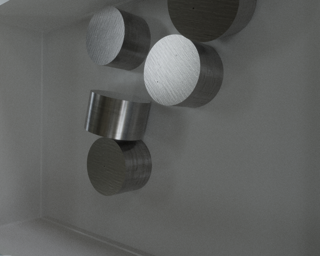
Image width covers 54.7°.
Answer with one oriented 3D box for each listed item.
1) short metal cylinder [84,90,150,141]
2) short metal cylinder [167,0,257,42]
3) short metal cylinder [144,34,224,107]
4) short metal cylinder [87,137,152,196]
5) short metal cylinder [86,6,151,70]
[{"bbox_3d":[-0.058,-0.019,0.419,0.080,0.081,0.050,20,103,38],"label":"short metal cylinder"},{"bbox_3d":[0.055,-0.135,0.330,0.080,0.050,0.079,15,117,31],"label":"short metal cylinder"},{"bbox_3d":[0.027,-0.065,0.368,0.080,0.050,0.080,0,90,40],"label":"short metal cylinder"},{"bbox_3d":[-0.058,0.052,0.439,0.080,0.050,0.080,0,90,40],"label":"short metal cylinder"},{"bbox_3d":[-0.060,-0.126,0.440,0.080,0.050,0.080,0,90,40],"label":"short metal cylinder"}]
